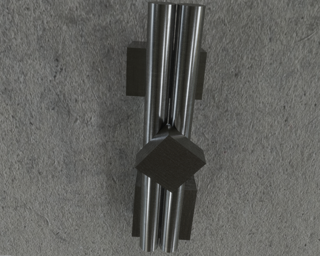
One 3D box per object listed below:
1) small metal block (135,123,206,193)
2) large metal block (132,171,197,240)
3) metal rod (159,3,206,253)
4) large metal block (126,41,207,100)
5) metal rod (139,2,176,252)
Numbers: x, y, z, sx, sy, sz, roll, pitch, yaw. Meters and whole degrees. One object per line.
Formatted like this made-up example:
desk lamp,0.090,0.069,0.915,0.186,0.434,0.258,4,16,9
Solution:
small metal block,0.010,0.032,0.319,0.050,0.025,0.050,38,111,-19
large metal block,0.005,0.106,0.436,0.081,0.050,0.079,5,110,-2
metal rod,0.020,0.023,0.342,0.025,0.025,0.298,3,117,-1
large metal block,0.006,-0.069,0.357,0.081,0.080,0.050,3,110,-1
metal rod,-0.006,0.022,0.341,0.025,0.025,0.298,3,117,-1
